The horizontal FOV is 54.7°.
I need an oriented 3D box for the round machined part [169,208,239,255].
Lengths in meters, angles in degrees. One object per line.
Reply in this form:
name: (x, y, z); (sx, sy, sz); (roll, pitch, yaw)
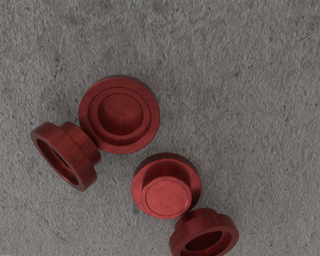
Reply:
round machined part: (0.059, 0.152, 0.445); (0.099, 0.042, 0.097); (-10, 131, -11)

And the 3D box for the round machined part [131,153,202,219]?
round machined part: (0.009, 0.087, 0.433); (0.099, 0.042, 0.097); (0, 110, 0)

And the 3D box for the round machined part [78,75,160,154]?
round machined part: (-0.049, -0.019, 0.393); (0.099, 0.042, 0.097); (0, 110, 0)

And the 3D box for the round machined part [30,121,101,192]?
round machined part: (-0.113, 0.030, 0.392); (0.042, 0.098, 0.098); (-43, 110, -29)
